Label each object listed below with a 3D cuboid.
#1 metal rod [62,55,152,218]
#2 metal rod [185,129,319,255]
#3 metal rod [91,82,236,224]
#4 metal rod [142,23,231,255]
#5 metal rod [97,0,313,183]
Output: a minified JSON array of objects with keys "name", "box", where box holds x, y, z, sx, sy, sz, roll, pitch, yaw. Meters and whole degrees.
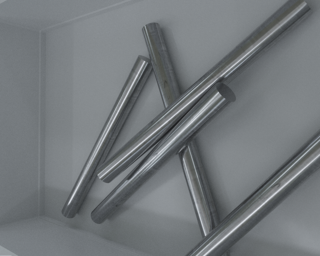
[{"name":"metal rod","box":[-0.087,0.027,0.476,0.025,0.025,0.298,44,116,30]},{"name":"metal rod","box":[0.108,0.061,0.296,0.299,0.025,0.025,-51,60,20]},{"name":"metal rod","box":[-0.016,0.051,0.393,0.298,0.025,0.025,-47,62,38]},{"name":"metal rod","box":[0.028,0.006,0.382,0.025,0.025,0.299,-25,74,37]},{"name":"metal rod","box":[0.032,-0.028,0.351,0.299,0.025,0.025,-41,65,22]}]
